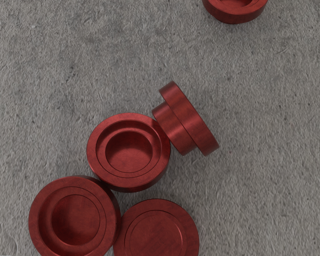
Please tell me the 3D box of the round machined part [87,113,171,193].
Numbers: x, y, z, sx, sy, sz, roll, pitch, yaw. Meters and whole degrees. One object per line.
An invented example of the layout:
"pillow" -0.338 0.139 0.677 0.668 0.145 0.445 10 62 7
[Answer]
"round machined part" -0.037 0.033 0.381 0.099 0.042 0.098 2 60 -3

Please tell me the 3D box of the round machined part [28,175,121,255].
"round machined part" -0.092 0.102 0.352 0.099 0.042 0.097 0 86 7

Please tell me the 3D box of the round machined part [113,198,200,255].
"round machined part" -0.004 0.130 0.352 0.099 0.042 0.098 0 70 0

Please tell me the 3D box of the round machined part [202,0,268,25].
"round machined part" 0.112 -0.199 0.472 0.099 0.042 0.098 0 70 0

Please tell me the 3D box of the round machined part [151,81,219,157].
"round machined part" 0.026 -0.005 0.374 0.042 0.098 0.098 -35 73 4
